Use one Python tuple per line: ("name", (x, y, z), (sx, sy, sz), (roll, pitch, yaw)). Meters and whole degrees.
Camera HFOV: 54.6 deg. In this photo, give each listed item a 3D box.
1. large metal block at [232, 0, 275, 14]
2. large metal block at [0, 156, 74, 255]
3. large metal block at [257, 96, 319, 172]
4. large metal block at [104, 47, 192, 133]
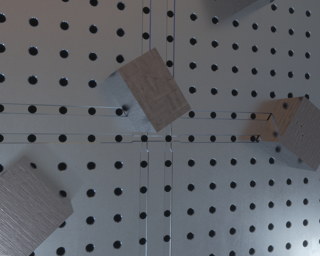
("large metal block", (0.138, -0.218, 0.434), (0.050, 0.080, 0.080), (-19, 97, -19))
("large metal block", (-0.156, 0.089, 0.342), (0.080, 0.050, 0.080), (-44, 104, -15))
("large metal block", (0.211, 0.009, 0.477), (0.080, 0.050, 0.080), (36, 79, -17))
("large metal block", (-0.018, -0.042, 0.376), (0.050, 0.080, 0.080), (-35, 102, -16))
